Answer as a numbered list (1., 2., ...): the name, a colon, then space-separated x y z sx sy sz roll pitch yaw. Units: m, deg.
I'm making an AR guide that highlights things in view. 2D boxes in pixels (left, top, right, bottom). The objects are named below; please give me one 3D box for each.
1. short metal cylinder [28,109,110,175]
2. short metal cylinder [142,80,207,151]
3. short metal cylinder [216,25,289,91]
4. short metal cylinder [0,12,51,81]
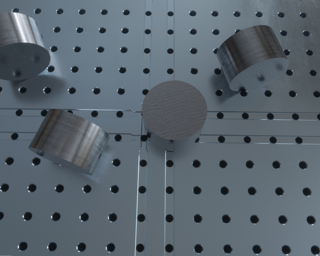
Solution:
1. short metal cylinder: -0.108 0.018 0.375 0.080 0.080 0.050 20 71 7
2. short metal cylinder: 0.018 -0.015 0.404 0.081 0.050 0.080 0 70 0
3. short metal cylinder: 0.123 -0.091 0.417 0.081 0.080 0.050 -16 71 -6
4. short metal cylinder: -0.197 -0.108 0.421 0.080 0.080 0.050 -22 72 -8
